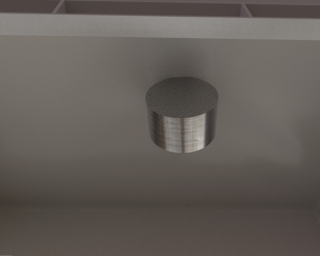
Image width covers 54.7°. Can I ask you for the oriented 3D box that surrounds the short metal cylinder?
[{"bbox_3d":[0.026,-0.017,0.359,0.080,0.080,0.050,-3,130,2],"label":"short metal cylinder"}]
